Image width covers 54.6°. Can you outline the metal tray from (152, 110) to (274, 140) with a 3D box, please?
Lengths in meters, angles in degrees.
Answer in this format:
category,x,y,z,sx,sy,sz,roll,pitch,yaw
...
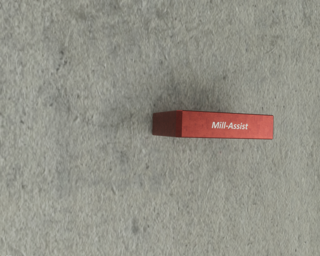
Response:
category,x,y,z,sx,sy,sz,roll,pitch,yaw
metal tray,0.065,-0.003,0.398,0.131,0.090,0.030,2,90,-20
